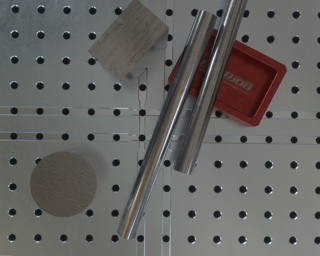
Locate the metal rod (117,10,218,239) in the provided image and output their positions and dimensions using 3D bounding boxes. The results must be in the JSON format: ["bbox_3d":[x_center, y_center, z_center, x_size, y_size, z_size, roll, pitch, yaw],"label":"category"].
[{"bbox_3d":[0.006,0.003,0.391,0.025,0.025,0.298,20,99,-1],"label":"metal rod"}]

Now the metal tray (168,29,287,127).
[{"bbox_3d":[0.087,-0.069,0.411,0.130,0.030,0.090,27,90,-1],"label":"metal tray"}]

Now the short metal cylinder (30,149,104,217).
[{"bbox_3d":[-0.117,0.068,0.399,0.081,0.050,0.079,0,90,-1],"label":"short metal cylinder"}]

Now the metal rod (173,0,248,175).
[{"bbox_3d":[0.073,-0.088,0.383,0.025,0.025,0.298,18,90,-1],"label":"metal rod"}]

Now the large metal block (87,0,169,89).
[{"bbox_3d":[-0.036,-0.100,0.385,0.050,0.080,0.080,42,90,-1],"label":"large metal block"}]
